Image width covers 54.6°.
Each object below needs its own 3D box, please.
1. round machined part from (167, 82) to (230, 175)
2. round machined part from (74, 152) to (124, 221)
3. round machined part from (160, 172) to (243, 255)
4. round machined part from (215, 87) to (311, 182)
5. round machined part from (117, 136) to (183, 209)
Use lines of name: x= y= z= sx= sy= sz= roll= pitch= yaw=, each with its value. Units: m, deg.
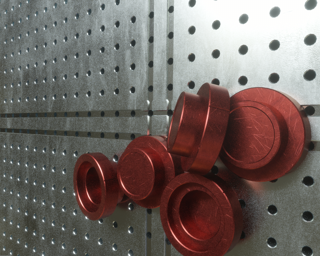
round machined part: x=0.036 y=-0.002 z=0.333 sx=0.042 sy=0.098 sz=0.097 roll=14 pitch=102 yaw=-6
round machined part: x=-0.089 y=0.085 z=0.466 sx=0.098 sy=0.042 sz=0.097 roll=6 pitch=98 yaw=49
round machined part: x=0.051 y=0.098 z=0.357 sx=0.098 sy=0.042 sz=0.097 roll=0 pitch=90 yaw=40
round machined part: x=0.097 y=0.007 z=0.319 sx=0.098 sy=0.042 sz=0.097 roll=0 pitch=90 yaw=40
round machined part: x=-0.020 y=0.059 z=0.416 sx=0.098 sy=0.042 sz=0.097 roll=0 pitch=90 yaw=40
